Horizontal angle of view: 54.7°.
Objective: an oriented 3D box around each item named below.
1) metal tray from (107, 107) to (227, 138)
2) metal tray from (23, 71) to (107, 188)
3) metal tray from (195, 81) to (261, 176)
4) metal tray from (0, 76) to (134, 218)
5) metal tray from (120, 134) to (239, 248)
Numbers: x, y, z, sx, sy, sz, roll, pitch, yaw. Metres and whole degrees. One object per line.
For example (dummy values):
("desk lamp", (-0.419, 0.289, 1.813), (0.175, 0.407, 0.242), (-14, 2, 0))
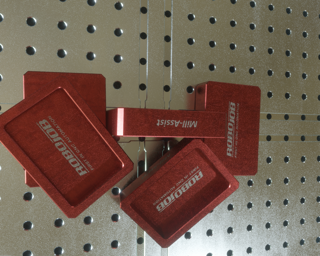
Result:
("metal tray", (0.004, -0.005, 0.379), (0.131, 0.090, 0.030), (2, 90, -20))
("metal tray", (-0.112, 0.001, 0.369), (0.091, 0.030, 0.129), (-1, 91, -20))
("metal tray", (0.097, 0.002, 0.446), (0.091, 0.030, 0.129), (3, 89, -21))
("metal tray", (-0.103, 0.021, 0.339), (0.090, 0.030, 0.130), (-40, 103, -16))
("metal tray", (0.024, 0.081, 0.400), (0.130, 0.030, 0.090), (-41, 105, 2))
